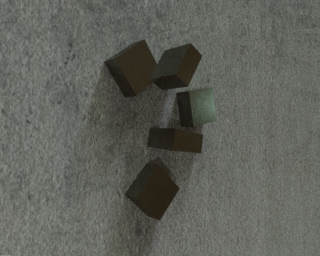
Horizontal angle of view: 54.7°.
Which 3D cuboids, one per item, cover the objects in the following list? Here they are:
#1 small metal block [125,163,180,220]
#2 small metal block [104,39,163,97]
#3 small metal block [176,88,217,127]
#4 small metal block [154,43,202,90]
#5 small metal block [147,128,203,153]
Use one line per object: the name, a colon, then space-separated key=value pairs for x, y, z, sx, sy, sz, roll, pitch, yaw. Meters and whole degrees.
small metal block: x=-0.009 y=0.082 z=0.399 sx=0.050 sy=0.025 sz=0.050 roll=51 pitch=60 yaw=-28
small metal block: x=-0.031 y=-0.073 z=0.380 sx=0.050 sy=0.025 sz=0.050 roll=-43 pitch=116 yaw=-32
small metal block: x=0.054 y=-0.031 z=0.452 sx=0.050 sy=0.025 sz=0.050 roll=-14 pitch=99 yaw=-39
small metal block: x=0.021 y=-0.080 z=0.408 sx=0.025 sy=0.050 sz=0.050 roll=39 pitch=66 yaw=-34
small metal block: x=0.020 y=0.017 z=0.407 sx=0.050 sy=0.050 sz=0.025 roll=12 pitch=82 yaw=-40
